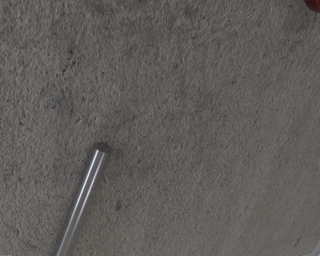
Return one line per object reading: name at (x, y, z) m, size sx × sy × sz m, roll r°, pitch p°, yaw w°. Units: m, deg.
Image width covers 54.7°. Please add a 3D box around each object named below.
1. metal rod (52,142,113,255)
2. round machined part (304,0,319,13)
metal rod at (-0.128, 0.153, 0.431) m, size 0.025 × 0.025 × 0.298 m, roll 11°, pitch 113°, yaw -33°
round machined part at (0.218, -0.197, 0.393) m, size 0.099 × 0.042 × 0.097 m, roll -14°, pitch 124°, yaw -21°
